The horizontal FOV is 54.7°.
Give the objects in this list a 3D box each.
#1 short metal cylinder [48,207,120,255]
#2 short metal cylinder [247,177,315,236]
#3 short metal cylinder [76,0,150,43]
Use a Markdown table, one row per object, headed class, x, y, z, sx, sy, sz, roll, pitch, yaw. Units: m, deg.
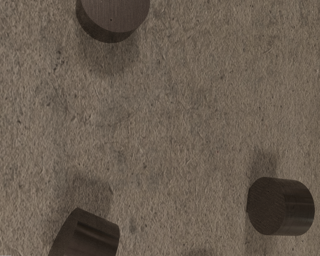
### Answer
| class | x | y | z | sx | sy | sz | roll | pitch | yaw |
| --- | --- | --- | --- | --- | --- | --- | --- | --- | --- |
| short metal cylinder | -0.088 | 0.137 | 0.348 | 0.050 | 0.080 | 0.080 | 31 | 80 | -18 |
| short metal cylinder | 0.171 | 0.113 | 0.445 | 0.050 | 0.080 | 0.080 | 9 | 87 | -20 |
| short metal cylinder | -0.058 | -0.149 | 0.375 | 0.081 | 0.050 | 0.079 | 0 | 90 | -21 |
